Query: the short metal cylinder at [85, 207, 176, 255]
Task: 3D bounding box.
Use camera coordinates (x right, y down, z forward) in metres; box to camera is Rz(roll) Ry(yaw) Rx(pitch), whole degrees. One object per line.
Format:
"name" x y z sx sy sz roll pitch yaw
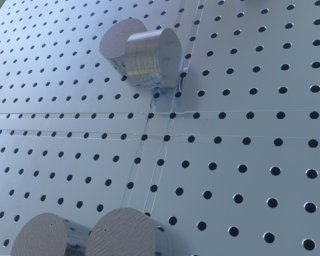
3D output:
"short metal cylinder" -0.030 0.131 0.328 0.080 0.050 0.080 -13 56 21

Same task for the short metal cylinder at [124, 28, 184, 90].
"short metal cylinder" -0.006 -0.095 0.435 0.050 0.080 0.080 0 62 28

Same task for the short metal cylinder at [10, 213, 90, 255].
"short metal cylinder" -0.127 0.147 0.369 0.080 0.050 0.080 -13 56 21

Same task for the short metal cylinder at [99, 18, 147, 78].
"short metal cylinder" -0.049 -0.128 0.496 0.080 0.050 0.080 -13 56 21
